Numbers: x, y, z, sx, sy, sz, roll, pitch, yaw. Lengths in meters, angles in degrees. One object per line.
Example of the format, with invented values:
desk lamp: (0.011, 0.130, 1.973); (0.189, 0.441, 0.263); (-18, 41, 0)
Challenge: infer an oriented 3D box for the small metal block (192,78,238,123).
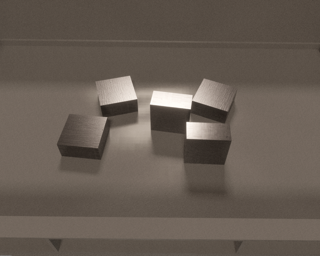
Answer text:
small metal block: (0.077, -0.039, 0.439); (0.050, 0.025, 0.050); (19, 52, 15)

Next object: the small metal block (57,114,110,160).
small metal block: (-0.096, 0.011, 0.395); (0.050, 0.025, 0.050); (5, 50, 4)

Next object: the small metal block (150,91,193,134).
small metal block: (0.014, -0.019, 0.405); (0.050, 0.050, 0.025); (7, 51, 5)

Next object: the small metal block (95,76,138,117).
small metal block: (-0.062, -0.045, 0.442); (0.050, 0.025, 0.050); (-11, 51, -10)

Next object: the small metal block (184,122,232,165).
small metal block: (0.055, 0.019, 0.373); (0.050, 0.050, 0.025); (2, 50, 1)
